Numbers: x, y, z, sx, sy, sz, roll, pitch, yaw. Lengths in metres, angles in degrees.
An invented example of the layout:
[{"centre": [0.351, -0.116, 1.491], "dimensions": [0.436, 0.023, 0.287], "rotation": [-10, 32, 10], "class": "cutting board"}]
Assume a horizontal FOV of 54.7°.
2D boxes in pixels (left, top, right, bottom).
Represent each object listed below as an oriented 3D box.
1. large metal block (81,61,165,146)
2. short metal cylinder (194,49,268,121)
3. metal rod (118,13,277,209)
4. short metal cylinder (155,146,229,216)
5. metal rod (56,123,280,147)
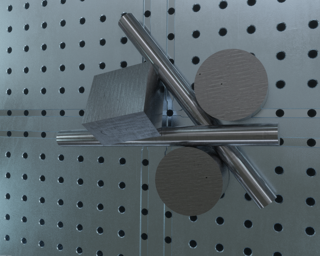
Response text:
[{"centre": [-0.043, -0.030, 0.391], "dimensions": [0.080, 0.050, 0.080], "rotation": [-10, 52, 20], "class": "large metal block"}, {"centre": [0.086, -0.048, 0.366], "dimensions": [0.080, 0.050, 0.079], "rotation": [0, 90, 20], "class": "short metal cylinder"}, {"centre": [0.040, -0.030, 0.395], "dimensions": [0.025, 0.025, 0.299], "rotation": [-40, 78, 16], "class": "metal rod"}, {"centre": [0.041, 0.062, 0.381], "dimensions": [0.080, 0.050, 0.079], "rotation": [0, 90, 20], "class": "short metal cylinder"}, {"centre": [-0.009, 0.011, 0.394], "dimensions": [0.301, 0.025, 0.025], "rotation": [-2, 90, 26], "class": "metal rod"}]
